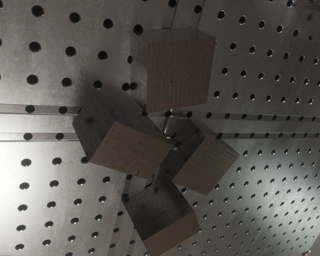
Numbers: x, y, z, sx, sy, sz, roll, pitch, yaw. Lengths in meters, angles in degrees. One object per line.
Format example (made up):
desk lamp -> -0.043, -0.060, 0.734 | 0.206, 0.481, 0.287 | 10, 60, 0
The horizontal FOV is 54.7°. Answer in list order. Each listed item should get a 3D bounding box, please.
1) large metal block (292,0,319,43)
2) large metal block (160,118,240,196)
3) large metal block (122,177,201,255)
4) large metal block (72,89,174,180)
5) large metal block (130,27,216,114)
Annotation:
large metal block -> 0.241, -0.151, 0.417 | 0.080, 0.080, 0.050 | 34, 99, -39
large metal block -> 0.056, 0.044, 0.455 | 0.080, 0.050, 0.080 | 29, 102, -38
large metal block -> 0.001, 0.130, 0.458 | 0.080, 0.080, 0.050 | -27, 128, -12
large metal block -> -0.045, 0.008, 0.357 | 0.080, 0.080, 0.050 | 24, 105, -37
large metal block -> 0.012, -0.069, 0.360 | 0.081, 0.050, 0.079 | -11, 123, -23
